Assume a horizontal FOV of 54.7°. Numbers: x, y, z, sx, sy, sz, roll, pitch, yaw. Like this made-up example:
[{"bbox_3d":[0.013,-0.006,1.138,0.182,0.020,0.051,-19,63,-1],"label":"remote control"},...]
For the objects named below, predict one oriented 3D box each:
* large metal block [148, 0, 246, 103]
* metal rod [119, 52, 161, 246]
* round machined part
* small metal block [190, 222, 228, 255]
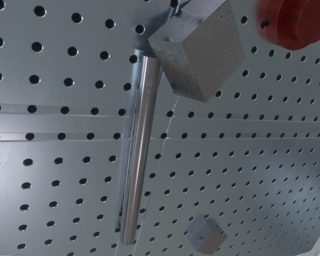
[{"bbox_3d":[0.045,-0.089,0.350,0.080,0.050,0.080,-47,132,-20],"label":"large metal block"},{"bbox_3d":[-0.031,0.047,0.423,0.025,0.025,0.298,-5,121,-26],"label":"metal rod"},{"bbox_3d":[0.195,-0.151,0.413,0.099,0.042,0.097,-14,124,-21],"label":"round machined part"},{"bbox_3d":[0.094,0.213,0.595,0.050,0.025,0.050,32,100,-38],"label":"small metal block"}]
